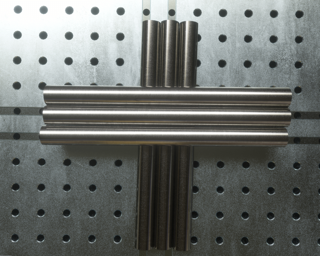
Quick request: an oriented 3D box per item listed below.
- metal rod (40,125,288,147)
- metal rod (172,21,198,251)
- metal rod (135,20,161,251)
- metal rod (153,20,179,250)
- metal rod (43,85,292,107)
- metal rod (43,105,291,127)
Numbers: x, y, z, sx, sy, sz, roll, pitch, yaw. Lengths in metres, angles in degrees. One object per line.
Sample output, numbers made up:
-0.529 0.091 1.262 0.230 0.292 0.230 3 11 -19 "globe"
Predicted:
0.005 0.010 0.388 0.302 0.025 0.025 1 90 0 "metal rod"
0.034 0.010 0.414 0.025 0.025 0.298 2 90 0 "metal rod"
-0.016 0.009 0.413 0.025 0.025 0.298 2 90 0 "metal rod"
0.008 0.009 0.413 0.025 0.025 0.298 2 90 0 "metal rod"
0.010 -0.040 0.388 0.302 0.025 0.025 1 90 0 "metal rod"
0.009 -0.015 0.388 0.302 0.025 0.025 1 90 0 "metal rod"
